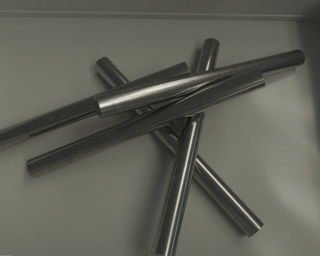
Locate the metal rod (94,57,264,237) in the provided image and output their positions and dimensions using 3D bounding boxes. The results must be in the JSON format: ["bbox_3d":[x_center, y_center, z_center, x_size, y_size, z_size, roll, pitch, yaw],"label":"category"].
[{"bbox_3d":[0.015,0.014,0.404,0.025,0.025,0.300,-39,75,-13],"label":"metal rod"}]

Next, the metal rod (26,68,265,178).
[{"bbox_3d":[-0.021,-0.004,0.378,0.301,0.025,0.025,-22,71,5],"label":"metal rod"}]

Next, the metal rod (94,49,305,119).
[{"bbox_3d":[0.066,-0.062,0.394,0.302,0.025,0.025,-17,70,-22],"label":"metal rod"}]

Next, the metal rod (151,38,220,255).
[{"bbox_3d":[0.039,0.003,0.385,0.025,0.025,0.300,14,61,4],"label":"metal rod"}]

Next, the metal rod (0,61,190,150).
[{"bbox_3d":[-0.106,-0.021,0.397,0.302,0.025,0.025,-20,72,-1],"label":"metal rod"}]
